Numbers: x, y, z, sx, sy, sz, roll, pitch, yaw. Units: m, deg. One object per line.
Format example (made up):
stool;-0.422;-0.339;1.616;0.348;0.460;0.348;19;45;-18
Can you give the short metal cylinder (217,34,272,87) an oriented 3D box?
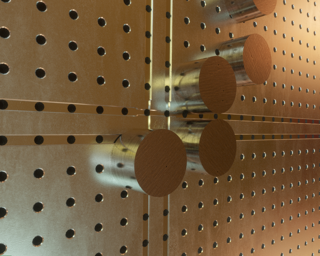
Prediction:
short metal cylinder;0.139;-0.109;0.508;0.081;0.050;0.079;0;90;-40

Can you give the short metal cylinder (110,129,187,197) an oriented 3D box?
short metal cylinder;-0.013;0.041;0.382;0.081;0.050;0.079;0;90;-40

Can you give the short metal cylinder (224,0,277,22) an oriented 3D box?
short metal cylinder;0.152;-0.224;0.519;0.081;0.050;0.079;0;90;-40

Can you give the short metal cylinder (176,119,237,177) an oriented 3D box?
short metal cylinder;0.065;0.027;0.447;0.081;0.050;0.079;0;90;-40

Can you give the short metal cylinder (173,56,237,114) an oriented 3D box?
short metal cylinder;0.065;-0.060;0.447;0.081;0.050;0.079;0;90;-40
